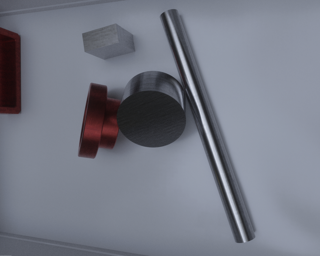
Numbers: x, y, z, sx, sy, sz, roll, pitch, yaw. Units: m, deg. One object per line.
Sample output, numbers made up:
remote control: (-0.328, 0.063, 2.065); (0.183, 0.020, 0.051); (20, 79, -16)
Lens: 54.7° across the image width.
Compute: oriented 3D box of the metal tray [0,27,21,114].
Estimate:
metal tray: (-0.254, -0.087, 0.463); (0.030, 0.090, 0.129); (-1, 90, 20)

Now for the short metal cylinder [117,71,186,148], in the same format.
short metal cylinder: (-0.009, -0.023, 0.379); (0.080, 0.050, 0.079); (2, 126, 3)

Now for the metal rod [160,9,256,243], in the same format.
metal rod: (0.057, -0.007, 0.389); (0.025, 0.025, 0.299); (-20, 84, 18)

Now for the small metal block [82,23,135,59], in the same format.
small metal block: (-0.068, -0.116, 0.420); (0.050, 0.050, 0.025); (-10, 87, 19)

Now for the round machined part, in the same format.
round machined part: (-0.078, -0.008, 0.408); (0.042, 0.098, 0.097); (10, 94, -16)
